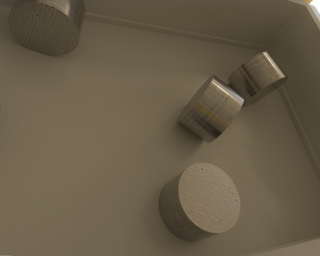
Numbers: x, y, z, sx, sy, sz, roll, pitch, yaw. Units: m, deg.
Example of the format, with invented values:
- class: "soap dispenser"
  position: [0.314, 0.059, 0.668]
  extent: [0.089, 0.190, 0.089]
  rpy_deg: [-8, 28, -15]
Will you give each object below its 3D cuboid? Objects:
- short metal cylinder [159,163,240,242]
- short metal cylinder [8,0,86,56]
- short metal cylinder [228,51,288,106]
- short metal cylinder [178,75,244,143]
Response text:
- class: "short metal cylinder"
  position: [0.046, 0.087, 0.363]
  extent: [0.081, 0.050, 0.080]
  rpy_deg: [14, 56, -21]
- class: "short metal cylinder"
  position: [-0.136, -0.136, 0.381]
  extent: [0.081, 0.080, 0.050]
  rpy_deg: [15, 56, -21]
- class: "short metal cylinder"
  position: [0.159, -0.079, 0.507]
  extent: [0.081, 0.080, 0.050]
  rpy_deg: [-21, 73, -36]
- class: "short metal cylinder"
  position: [0.069, -0.026, 0.425]
  extent: [0.050, 0.080, 0.080]
  rpy_deg: [37, 51, -5]
